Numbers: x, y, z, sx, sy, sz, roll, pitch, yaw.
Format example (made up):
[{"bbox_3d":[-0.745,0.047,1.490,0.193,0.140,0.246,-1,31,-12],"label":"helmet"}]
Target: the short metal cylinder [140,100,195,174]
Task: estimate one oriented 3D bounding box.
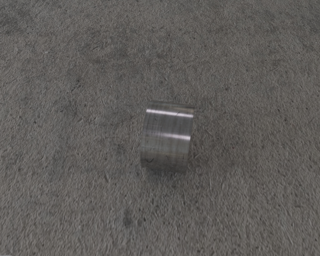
[{"bbox_3d":[0.010,0.010,0.359,0.050,0.080,0.080,8,51,6],"label":"short metal cylinder"}]
